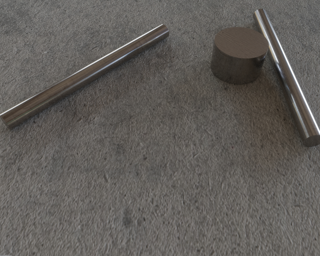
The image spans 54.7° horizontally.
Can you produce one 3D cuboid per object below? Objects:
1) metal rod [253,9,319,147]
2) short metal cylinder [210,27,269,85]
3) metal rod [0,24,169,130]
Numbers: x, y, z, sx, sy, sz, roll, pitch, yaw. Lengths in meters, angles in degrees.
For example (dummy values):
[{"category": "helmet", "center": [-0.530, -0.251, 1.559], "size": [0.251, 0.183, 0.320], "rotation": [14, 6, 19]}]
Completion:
[{"category": "metal rod", "center": [0.191, -0.098, 0.486], "size": [0.025, 0.025, 0.300], "rotation": [-1, 50, -1]}, {"category": "short metal cylinder", "center": [0.122, -0.113, 0.483], "size": [0.081, 0.050, 0.080], "rotation": [0, 50, 0]}, {"category": "metal rod", "center": [-0.099, -0.089, 0.477], "size": [0.025, 0.025, 0.302], "rotation": [37, 59, 27]}]
